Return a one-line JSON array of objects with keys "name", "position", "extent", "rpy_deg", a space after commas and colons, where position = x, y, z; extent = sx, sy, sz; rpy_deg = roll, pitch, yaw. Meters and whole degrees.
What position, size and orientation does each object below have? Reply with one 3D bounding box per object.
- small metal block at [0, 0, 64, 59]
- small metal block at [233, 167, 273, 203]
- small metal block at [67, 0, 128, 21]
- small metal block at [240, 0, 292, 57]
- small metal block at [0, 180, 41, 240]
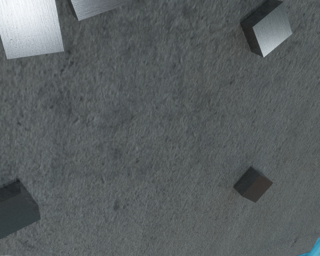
[{"name": "small metal block", "position": [-0.120, -0.094, 0.283], "extent": [0.050, 0.025, 0.050], "rpy_deg": [-15, 125, -21]}, {"name": "small metal block", "position": [0.172, 0.105, 0.569], "extent": [0.050, 0.025, 0.050], "rpy_deg": [31, 101, -38]}, {"name": "small metal block", "position": [-0.064, -0.135, 0.289], "extent": [0.050, 0.025, 0.050], "rpy_deg": [-25, 128, -13]}, {"name": "small metal block", "position": [0.139, -0.130, 0.405], "extent": [0.050, 0.025, 0.050], "rpy_deg": [-40, 130, -1]}, {"name": "small metal block", "position": [-0.180, 0.098, 0.370], "extent": [0.050, 0.025, 0.050], "rpy_deg": [-26, 128, -13]}]
